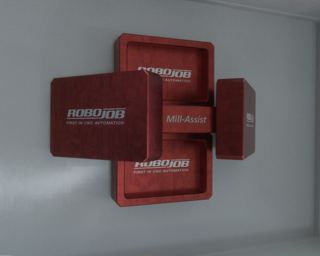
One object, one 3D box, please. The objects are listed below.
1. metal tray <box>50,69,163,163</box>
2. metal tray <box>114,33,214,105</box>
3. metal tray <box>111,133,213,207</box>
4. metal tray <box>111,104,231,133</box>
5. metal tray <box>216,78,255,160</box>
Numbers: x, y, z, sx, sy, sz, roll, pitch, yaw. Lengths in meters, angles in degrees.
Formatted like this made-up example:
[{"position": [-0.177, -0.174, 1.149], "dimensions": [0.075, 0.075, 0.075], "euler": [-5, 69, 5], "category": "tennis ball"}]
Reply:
[{"position": [-0.062, -0.012, 0.337], "dimensions": [0.030, 0.130, 0.089], "euler": [1, 89, -62], "category": "metal tray"}, {"position": [0.007, -0.070, 0.408], "dimensions": [0.131, 0.030, 0.089], "euler": [0, 91, -21], "category": "metal tray"}, {"position": [0.004, 0.050, 0.406], "dimensions": [0.131, 0.030, 0.089], "euler": [0, 90, -21], "category": "metal tray"}, {"position": [0.013, -0.010, 0.379], "dimensions": [0.131, 0.090, 0.030], "euler": [0, 90, -21], "category": "metal tray"}, {"position": [0.100, -0.009, 0.397], "dimensions": [0.030, 0.130, 0.089], "euler": [1, 90, 22], "category": "metal tray"}]
